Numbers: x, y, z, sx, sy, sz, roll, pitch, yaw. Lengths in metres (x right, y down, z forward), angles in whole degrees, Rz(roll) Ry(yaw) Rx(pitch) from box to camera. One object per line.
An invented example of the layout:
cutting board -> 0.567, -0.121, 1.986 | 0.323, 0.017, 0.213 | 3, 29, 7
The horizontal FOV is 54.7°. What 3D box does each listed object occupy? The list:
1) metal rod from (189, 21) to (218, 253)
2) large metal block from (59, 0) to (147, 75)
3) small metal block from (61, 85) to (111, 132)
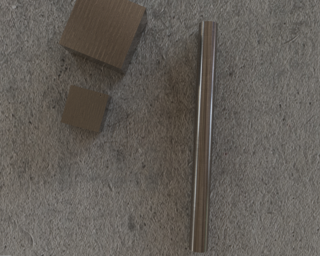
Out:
metal rod -> 0.057, 0.011, 0.410 | 0.025, 0.025, 0.298 | 3, 90, -1
large metal block -> -0.069, -0.123, 0.397 | 0.080, 0.050, 0.080 | 22, 90, -1
small metal block -> -0.096, -0.025, 0.409 | 0.050, 0.025, 0.050 | 15, 90, -1
